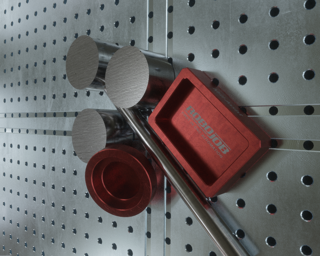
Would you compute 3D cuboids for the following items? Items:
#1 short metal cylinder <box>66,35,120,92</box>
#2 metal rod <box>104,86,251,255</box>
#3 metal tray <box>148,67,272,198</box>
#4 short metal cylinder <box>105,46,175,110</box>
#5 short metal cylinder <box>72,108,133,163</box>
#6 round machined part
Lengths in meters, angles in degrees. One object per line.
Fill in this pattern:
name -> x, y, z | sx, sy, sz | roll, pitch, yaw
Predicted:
short metal cylinder -> -0.100, -0.097, 0.476 | 0.080, 0.050, 0.080 | 0, 90, 40
metal rod -> 0.008, 0.043, 0.403 | 0.300, 0.025, 0.025 | 52, 120, 27
metal tray -> 0.051, 0.003, 0.363 | 0.130, 0.030, 0.090 | 51, 120, 27
short metal cylinder -> -0.028, -0.065, 0.415 | 0.080, 0.050, 0.080 | 0, 90, 40
short metal cylinder -> -0.087, 0.011, 0.465 | 0.080, 0.050, 0.080 | 0, 90, 40
round machined part -> -0.049, 0.068, 0.425 | 0.098, 0.042, 0.097 | 6, 107, 19
